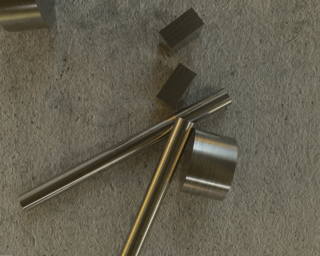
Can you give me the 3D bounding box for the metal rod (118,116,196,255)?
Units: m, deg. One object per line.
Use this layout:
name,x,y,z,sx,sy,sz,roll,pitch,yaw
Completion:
metal rod,-0.024,0.128,0.397,0.025,0.025,0.298,23,95,0

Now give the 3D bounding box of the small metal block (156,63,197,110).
small metal block,0.020,-0.051,0.397,0.025,0.050,0.050,35,90,0

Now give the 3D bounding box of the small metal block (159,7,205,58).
small metal block,0.026,-0.121,0.397,0.050,0.050,0.025,-37,90,0

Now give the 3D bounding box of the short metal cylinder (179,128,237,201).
short metal cylinder,0.058,0.045,0.383,0.050,0.080,0.080,14,90,0

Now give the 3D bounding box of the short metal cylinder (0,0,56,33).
short metal cylinder,-0.168,-0.162,0.381,0.050,0.080,0.080,-7,90,0

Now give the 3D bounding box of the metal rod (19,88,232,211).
metal rod,-0.045,0.028,0.409,0.301,0.025,0.025,-28,90,0
